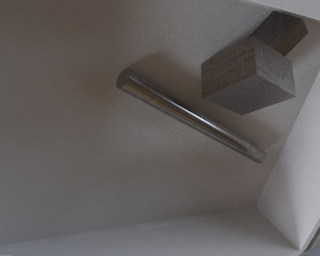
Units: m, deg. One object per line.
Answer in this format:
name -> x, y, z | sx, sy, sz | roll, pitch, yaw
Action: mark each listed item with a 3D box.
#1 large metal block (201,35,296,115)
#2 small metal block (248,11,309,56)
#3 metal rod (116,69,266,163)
large metal block -> 0.110, -0.061, 0.390 | 0.081, 0.080, 0.050 | 18, 64, -36
small metal block -> 0.152, -0.120, 0.404 | 0.050, 0.050, 0.025 | -46, 130, 4
metal rod -> 0.065, -0.004, 0.444 | 0.301, 0.025, 0.025 | 26, 104, -38
